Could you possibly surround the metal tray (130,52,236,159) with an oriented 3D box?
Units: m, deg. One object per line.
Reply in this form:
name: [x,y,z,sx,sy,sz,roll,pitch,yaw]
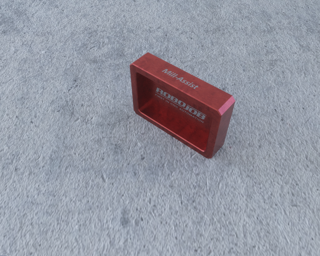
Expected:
metal tray: [0.023,-0.028,0.386,0.130,0.089,0.030,32,57,24]
